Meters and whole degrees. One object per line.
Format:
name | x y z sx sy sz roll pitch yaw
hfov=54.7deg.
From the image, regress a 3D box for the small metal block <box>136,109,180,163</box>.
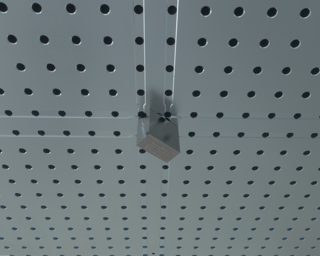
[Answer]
small metal block | -0.002 0.010 0.404 0.050 0.050 0.025 33 123 -25
